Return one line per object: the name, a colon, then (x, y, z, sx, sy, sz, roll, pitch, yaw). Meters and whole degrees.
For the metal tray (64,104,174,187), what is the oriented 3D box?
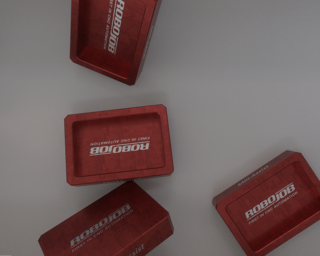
metal tray: (-0.052, 0.023, 0.398, 0.131, 0.030, 0.090, -6, 76, 0)

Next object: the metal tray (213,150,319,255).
metal tray: (0.148, 0.100, 0.409, 0.130, 0.030, 0.090, -33, 90, 0)

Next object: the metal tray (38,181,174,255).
metal tray: (-0.061, 0.123, 0.355, 0.131, 0.090, 0.030, -30, 123, -23)

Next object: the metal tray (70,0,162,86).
metal tray: (-0.056, -0.117, 0.363, 0.090, 0.129, 0.030, 22, 51, -1)
